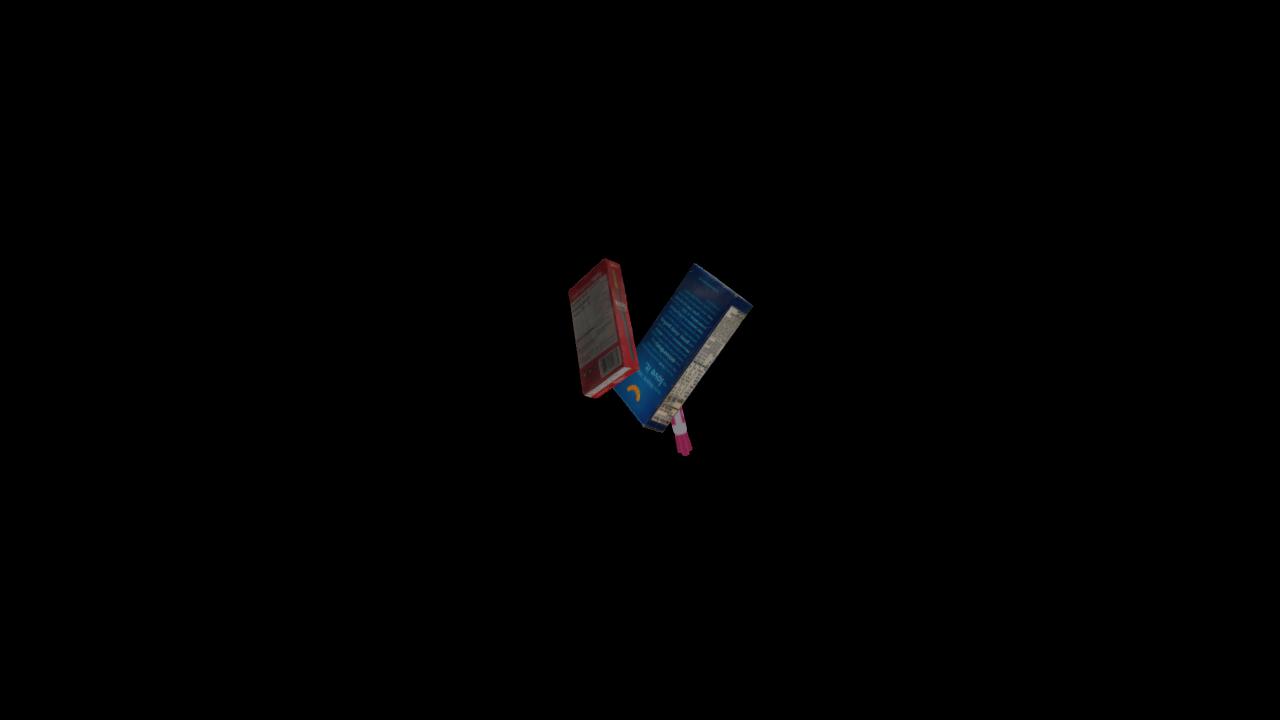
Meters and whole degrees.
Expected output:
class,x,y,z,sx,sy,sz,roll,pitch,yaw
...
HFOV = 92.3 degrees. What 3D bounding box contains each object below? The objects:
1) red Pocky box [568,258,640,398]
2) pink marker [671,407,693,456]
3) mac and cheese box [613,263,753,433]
class,x,y,z,sx,sy,sz,roll,pitch,yaw
red Pocky box,-0.046,-0.040,0.752,0.028,0.155,0.083,14,-36,-39
pink marker,0.041,0.057,0.735,0.020,0.121,0.020,-14,9,2
mac and cheese box,0.046,-0.015,0.730,0.041,0.184,0.093,24,16,-42
